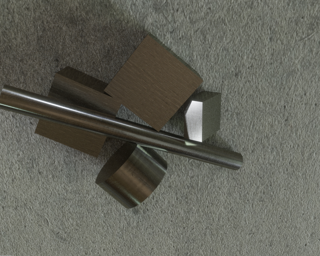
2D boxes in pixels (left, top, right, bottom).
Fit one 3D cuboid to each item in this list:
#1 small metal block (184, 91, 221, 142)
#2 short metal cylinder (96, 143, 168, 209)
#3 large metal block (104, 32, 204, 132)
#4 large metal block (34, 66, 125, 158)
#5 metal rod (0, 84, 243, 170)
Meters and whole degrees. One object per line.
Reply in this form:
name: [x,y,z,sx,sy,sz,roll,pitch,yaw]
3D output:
small metal block: [0.054,-0.016,0.390,0.025,0.050,0.050,12,115,34]
short metal cylinder: [-0.037,0.056,0.401,0.080,0.080,0.050,-42,105,14]
large metal block: [-0.007,-0.057,0.374,0.080,0.050,0.080,38,106,-13]
large metal block: [-0.097,-0.021,0.389,0.080,0.050,0.080,24,108,-9]
metal rod: [-0.026,0.007,0.370,0.302,0.025,0.025,16,110,-24]
